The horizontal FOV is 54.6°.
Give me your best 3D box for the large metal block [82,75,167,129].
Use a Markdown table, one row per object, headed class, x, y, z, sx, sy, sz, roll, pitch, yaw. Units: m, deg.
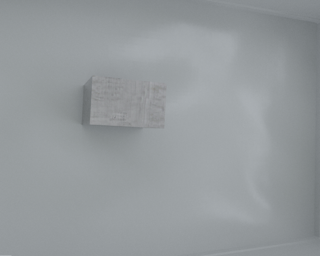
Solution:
| class | x | y | z | sx | sy | sz | roll | pitch | yaw |
| --- | --- | --- | --- | --- | --- | --- | --- | --- | --- |
| large metal block | -0.045 | -0.027 | 0.364 | 0.081 | 0.080 | 0.050 | 3 | 89 | -20 |
